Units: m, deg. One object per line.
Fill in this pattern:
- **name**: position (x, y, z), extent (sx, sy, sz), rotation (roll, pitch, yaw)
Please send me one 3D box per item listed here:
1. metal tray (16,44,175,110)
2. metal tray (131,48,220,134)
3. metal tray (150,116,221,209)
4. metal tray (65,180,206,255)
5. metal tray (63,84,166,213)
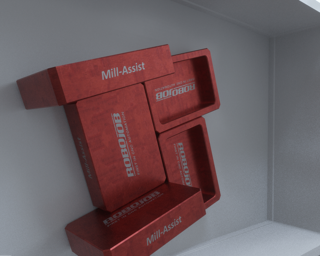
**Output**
- **metal tray**: position (-0.061, -0.052, 0.310), extent (0.131, 0.090, 0.030), rotation (-23, 105, -38)
- **metal tray**: position (0.024, -0.054, 0.423), extent (0.131, 0.030, 0.089), rotation (-22, 104, -38)
- **metal tray**: position (0.035, 0.057, 0.433), extent (0.091, 0.030, 0.129), rotation (-22, 104, -38)
- **metal tray**: position (-0.025, 0.101, 0.342), extent (0.131, 0.090, 0.030), rotation (-22, 105, -38)
- **metal tray**: position (-0.048, 0.019, 0.361), extent (0.091, 0.030, 0.129), rotation (-22, 104, -38)
